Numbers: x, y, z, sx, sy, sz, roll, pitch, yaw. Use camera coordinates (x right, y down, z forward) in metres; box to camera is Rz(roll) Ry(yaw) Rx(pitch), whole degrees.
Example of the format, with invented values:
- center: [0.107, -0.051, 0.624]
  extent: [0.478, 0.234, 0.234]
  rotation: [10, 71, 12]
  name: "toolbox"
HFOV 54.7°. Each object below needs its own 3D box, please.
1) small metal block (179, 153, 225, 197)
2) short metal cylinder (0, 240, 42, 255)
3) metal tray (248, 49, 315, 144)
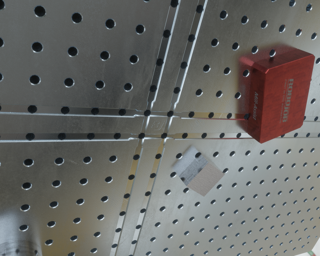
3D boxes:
- center: [0.067, 0.076, 0.495]
  extent: [0.050, 0.025, 0.050]
  rotation: [-49, 129, 6]
  name: "small metal block"
- center: [-0.196, 0.198, 0.410]
  extent: [0.081, 0.050, 0.079]
  rotation: [-14, 124, -21]
  name: "short metal cylinder"
- center: [0.185, -0.047, 0.480]
  extent: [0.091, 0.030, 0.129]
  rotation: [-20, 126, -17]
  name: "metal tray"
